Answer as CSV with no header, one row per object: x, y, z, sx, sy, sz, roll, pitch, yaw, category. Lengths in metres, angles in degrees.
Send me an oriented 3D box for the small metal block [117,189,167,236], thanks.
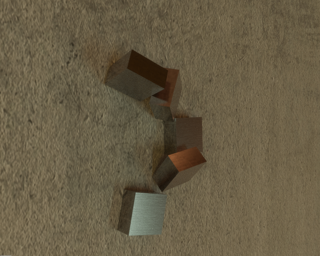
-0.021,0.105,0.387,0.050,0.025,0.050,15,81,-39,small metal block

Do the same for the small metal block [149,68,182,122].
0.009,-0.041,0.392,0.050,0.025,0.050,68,34,-69,small metal block

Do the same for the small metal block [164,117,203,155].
0.033,0.010,0.432,0.050,0.025,0.050,-4,93,-40,small metal block

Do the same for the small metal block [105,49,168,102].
-0.027,-0.059,0.359,0.050,0.050,0.025,25,63,-30,small metal block

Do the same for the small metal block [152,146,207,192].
0.025,0.054,0.406,0.050,0.050,0.025,-14,59,-39,small metal block
